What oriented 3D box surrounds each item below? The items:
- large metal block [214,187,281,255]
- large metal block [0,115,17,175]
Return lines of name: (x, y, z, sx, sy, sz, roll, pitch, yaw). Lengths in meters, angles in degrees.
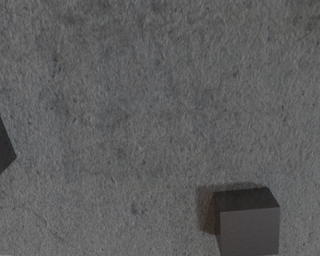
large metal block: (0.124, 0.137, 0.449, 0.080, 0.050, 0.079, -5, 110, 1)
large metal block: (-0.248, 0.021, 0.401, 0.080, 0.050, 0.079, -10, 110, 3)
